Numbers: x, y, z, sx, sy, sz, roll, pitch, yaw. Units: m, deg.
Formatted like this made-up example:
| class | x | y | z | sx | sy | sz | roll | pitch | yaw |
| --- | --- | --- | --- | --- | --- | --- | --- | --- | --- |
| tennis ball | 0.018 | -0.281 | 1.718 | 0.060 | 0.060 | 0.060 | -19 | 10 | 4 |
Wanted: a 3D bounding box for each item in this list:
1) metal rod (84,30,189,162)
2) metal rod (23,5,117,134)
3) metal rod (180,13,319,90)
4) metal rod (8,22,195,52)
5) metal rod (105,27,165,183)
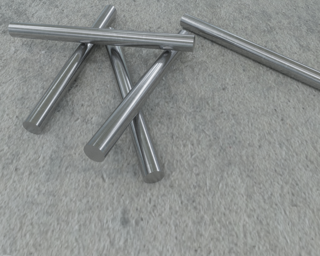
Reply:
| class | x | y | z | sx | sy | sz | roll | pitch | yaw |
| --- | --- | --- | --- | --- | --- | --- | --- | --- | --- |
| metal rod | -0.015 | -0.066 | 0.432 | 0.025 | 0.025 | 0.301 | 17 | 44 | 13 |
| metal rod | -0.130 | -0.111 | 0.494 | 0.025 | 0.025 | 0.300 | 11 | 51 | 9 |
| metal rod | 0.160 | -0.124 | 0.509 | 0.300 | 0.025 | 0.025 | 33 | 57 | 24 |
| metal rod | -0.096 | -0.144 | 0.486 | 0.301 | 0.025 | 0.025 | 7 | 50 | 11 |
| metal rod | -0.048 | -0.054 | 0.447 | 0.025 | 0.025 | 0.300 | -12 | 51 | -10 |
